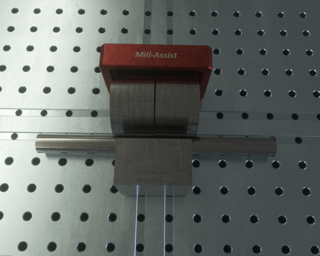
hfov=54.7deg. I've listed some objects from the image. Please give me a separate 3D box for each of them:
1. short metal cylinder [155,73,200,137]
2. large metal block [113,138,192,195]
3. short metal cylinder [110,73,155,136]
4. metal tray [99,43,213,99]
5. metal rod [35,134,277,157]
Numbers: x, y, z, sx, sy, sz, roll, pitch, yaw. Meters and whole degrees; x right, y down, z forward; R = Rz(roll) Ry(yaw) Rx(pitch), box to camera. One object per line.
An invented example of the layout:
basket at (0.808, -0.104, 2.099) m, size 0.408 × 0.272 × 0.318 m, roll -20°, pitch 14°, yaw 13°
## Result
short metal cylinder at (0.020, -0.029, 0.390) m, size 0.050 × 0.080 × 0.080 m, roll 2°, pitch 70°, yaw 0°
large metal block at (-0.007, 0.048, 0.360) m, size 0.081 × 0.080 × 0.050 m, roll 1°, pitch 70°, yaw 0°
short metal cylinder at (-0.032, -0.030, 0.390) m, size 0.050 × 0.080 × 0.080 m, roll 1°, pitch 70°, yaw 0°
metal tray at (-0.004, -0.069, 0.398) m, size 0.131 × 0.090 × 0.030 m, roll 1°, pitch 70°, yaw 0°
metal rod at (-0.005, 0.022, 0.399) m, size 0.302 × 0.025 × 0.025 m, roll 1°, pitch 70°, yaw 0°
